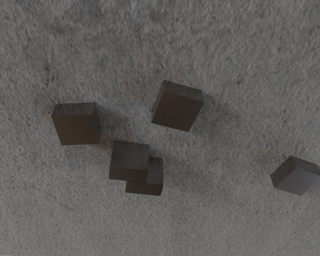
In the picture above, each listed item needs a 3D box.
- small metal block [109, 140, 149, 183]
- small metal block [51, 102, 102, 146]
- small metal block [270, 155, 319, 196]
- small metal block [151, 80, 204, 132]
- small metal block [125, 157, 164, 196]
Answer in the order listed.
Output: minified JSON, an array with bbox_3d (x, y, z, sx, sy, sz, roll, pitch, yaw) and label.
[{"bbox_3d":[-0.042,0.046,0.430,0.050,0.050,0.025,7,130,-7],"label":"small metal block"},{"bbox_3d":[-0.106,-0.005,0.402,0.050,0.025,0.050,-3,130,1],"label":"small metal block"},{"bbox_3d":[0.208,0.074,0.474,0.050,0.025,0.050,18,128,-16],"label":"small metal block"},{"bbox_3d":[0.020,-0.027,0.385,0.050,0.025,0.050,14,129,-12],"label":"small metal block"},{"bbox_3d":[-0.022,0.068,0.449,0.050,0.050,0.025,7,130,-7],"label":"small metal block"}]
